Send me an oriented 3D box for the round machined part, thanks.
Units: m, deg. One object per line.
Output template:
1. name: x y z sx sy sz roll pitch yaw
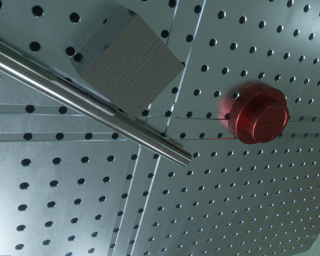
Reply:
1. round machined part: 0.159 -0.016 0.480 0.099 0.042 0.097 -14 125 -21

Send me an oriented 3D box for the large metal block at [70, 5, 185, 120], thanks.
1. large metal block: -0.035 -0.069 0.334 0.080 0.050 0.080 -47 130 4

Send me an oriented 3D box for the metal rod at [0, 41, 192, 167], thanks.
1. metal rod: -0.064 -0.015 0.368 0.301 0.025 0.025 31 101 -39
